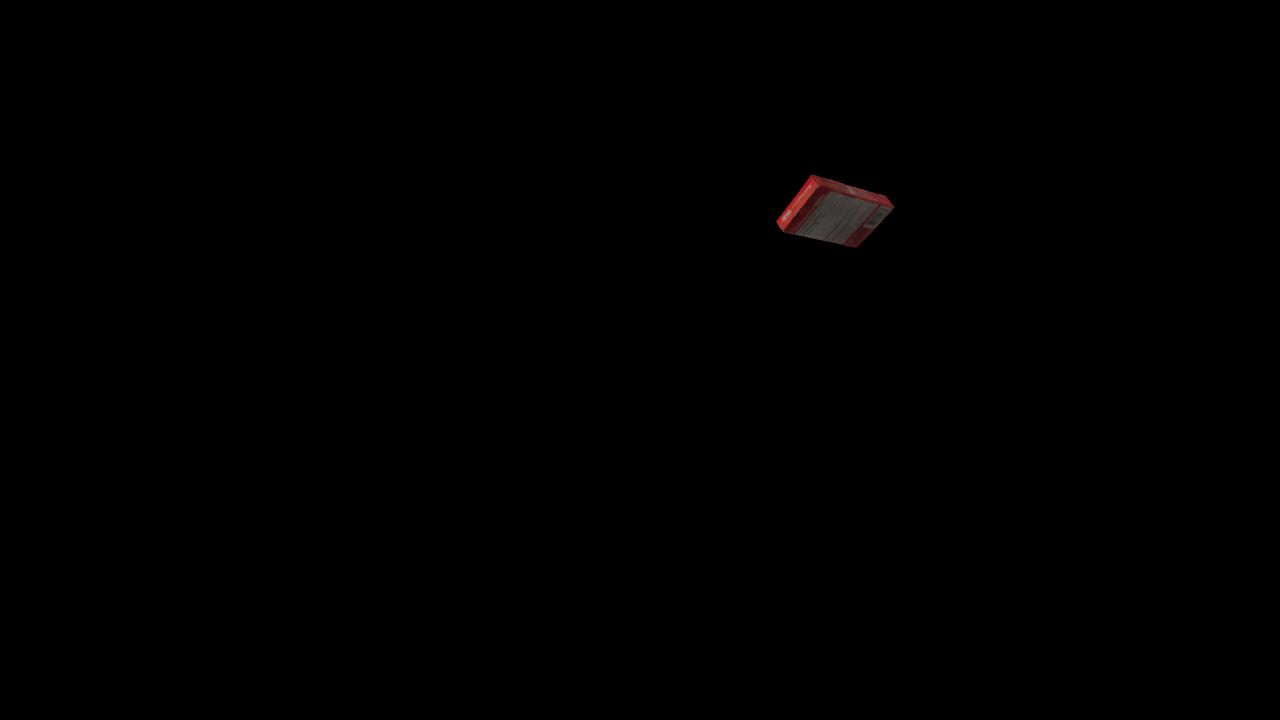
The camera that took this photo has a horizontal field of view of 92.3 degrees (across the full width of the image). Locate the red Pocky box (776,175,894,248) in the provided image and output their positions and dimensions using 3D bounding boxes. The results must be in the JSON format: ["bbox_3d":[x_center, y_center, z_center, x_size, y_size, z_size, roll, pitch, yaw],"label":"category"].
[{"bbox_3d":[0.272,-0.204,0.855,0.155,0.028,0.083,3,-38,-32],"label":"red Pocky box"}]
